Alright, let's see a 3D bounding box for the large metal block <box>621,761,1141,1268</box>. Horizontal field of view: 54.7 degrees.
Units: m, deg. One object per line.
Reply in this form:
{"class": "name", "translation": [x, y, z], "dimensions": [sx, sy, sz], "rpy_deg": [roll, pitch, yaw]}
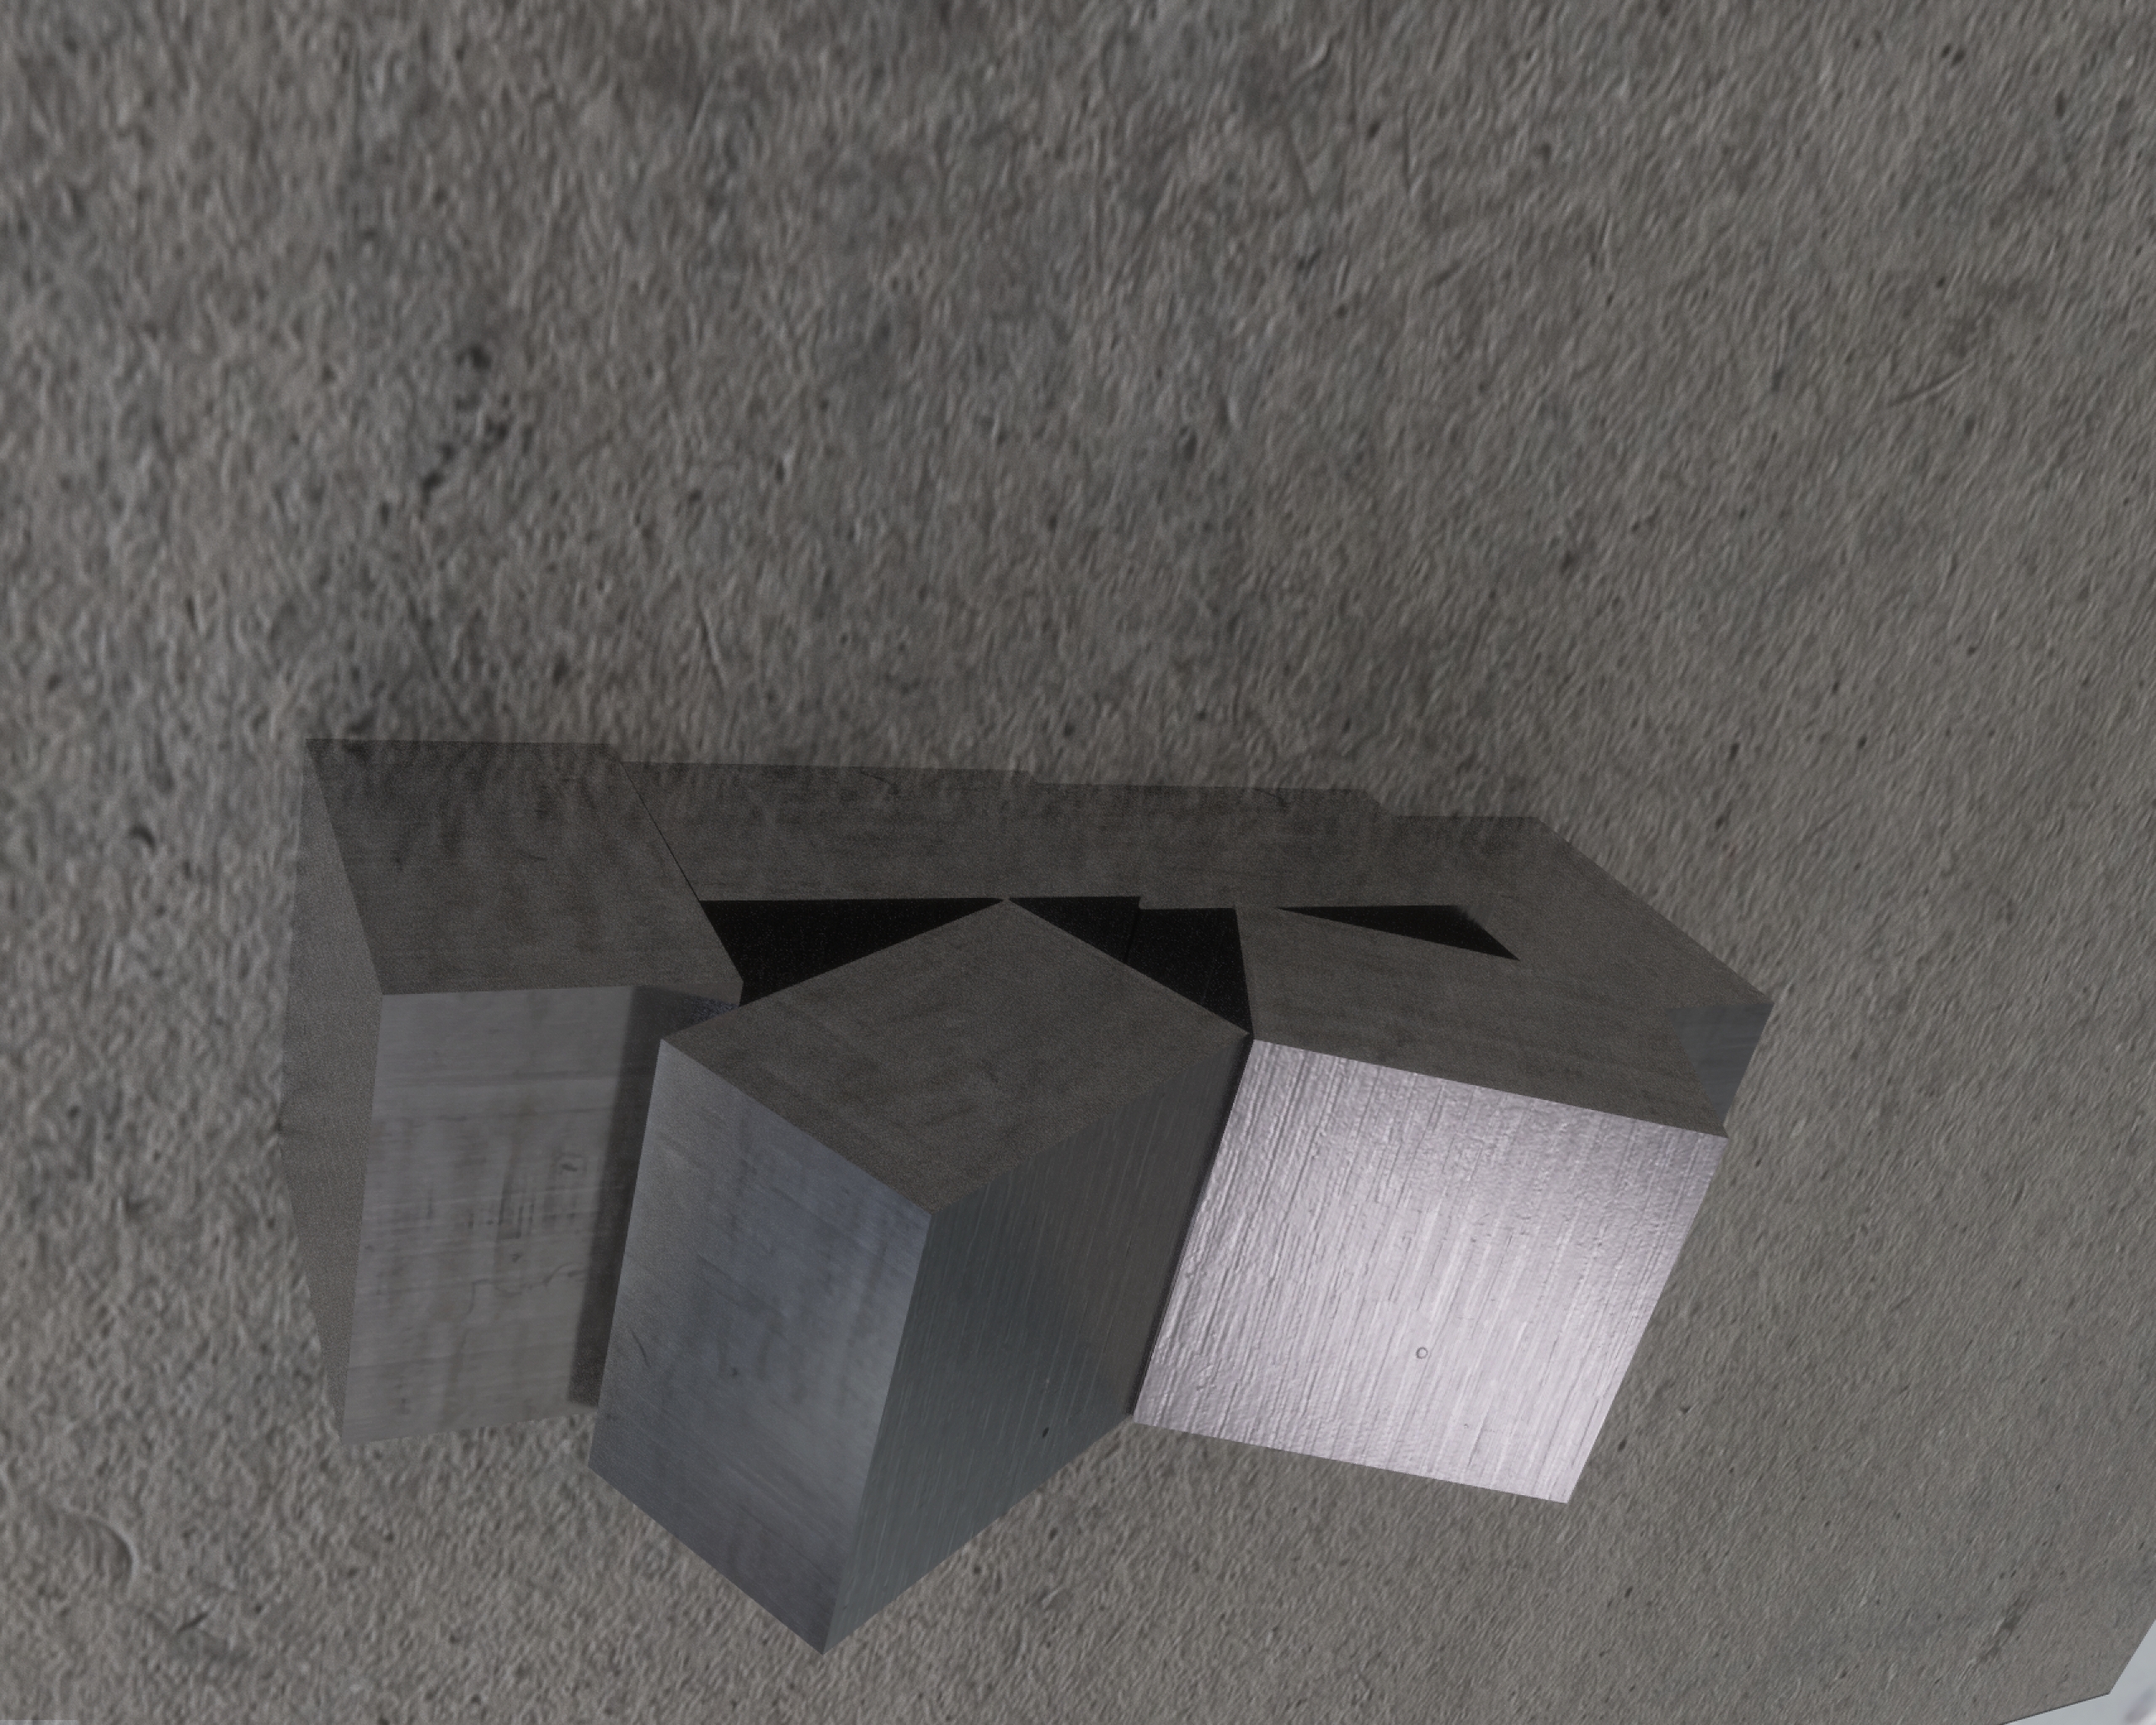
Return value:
{"class": "large metal block", "translation": [-0.044, 0.029, 0.384], "dimensions": [0.081, 0.050, 0.079], "rpy_deg": [0, 119, -29]}

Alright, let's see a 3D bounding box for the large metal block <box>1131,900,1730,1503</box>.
{"class": "large metal block", "translation": [0.058, 0.061, 0.375], "dimensions": [0.081, 0.050, 0.079], "rpy_deg": [12, 115, -6]}

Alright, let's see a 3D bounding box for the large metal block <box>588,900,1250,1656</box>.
{"class": "large metal block", "translation": [-0.025, 0.061, 0.329], "dimensions": [0.081, 0.050, 0.079], "rpy_deg": [-22, 133, -52]}

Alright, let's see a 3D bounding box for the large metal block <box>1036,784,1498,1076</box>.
{"class": "large metal block", "translation": [0.027, 0.031, 0.425], "dimensions": [0.081, 0.050, 0.079], "rpy_deg": [0, 118, -29]}

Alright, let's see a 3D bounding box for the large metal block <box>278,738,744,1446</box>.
{"class": "large metal block", "translation": [-0.096, 0.033, 0.339], "dimensions": [0.050, 0.080, 0.079], "rpy_deg": [0, 119, -28]}

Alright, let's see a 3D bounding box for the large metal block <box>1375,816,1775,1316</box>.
{"class": "large metal block", "translation": [0.090, 0.044, 0.447], "dimensions": [0.050, 0.080, 0.079], "rpy_deg": [0, 119, -29]}
